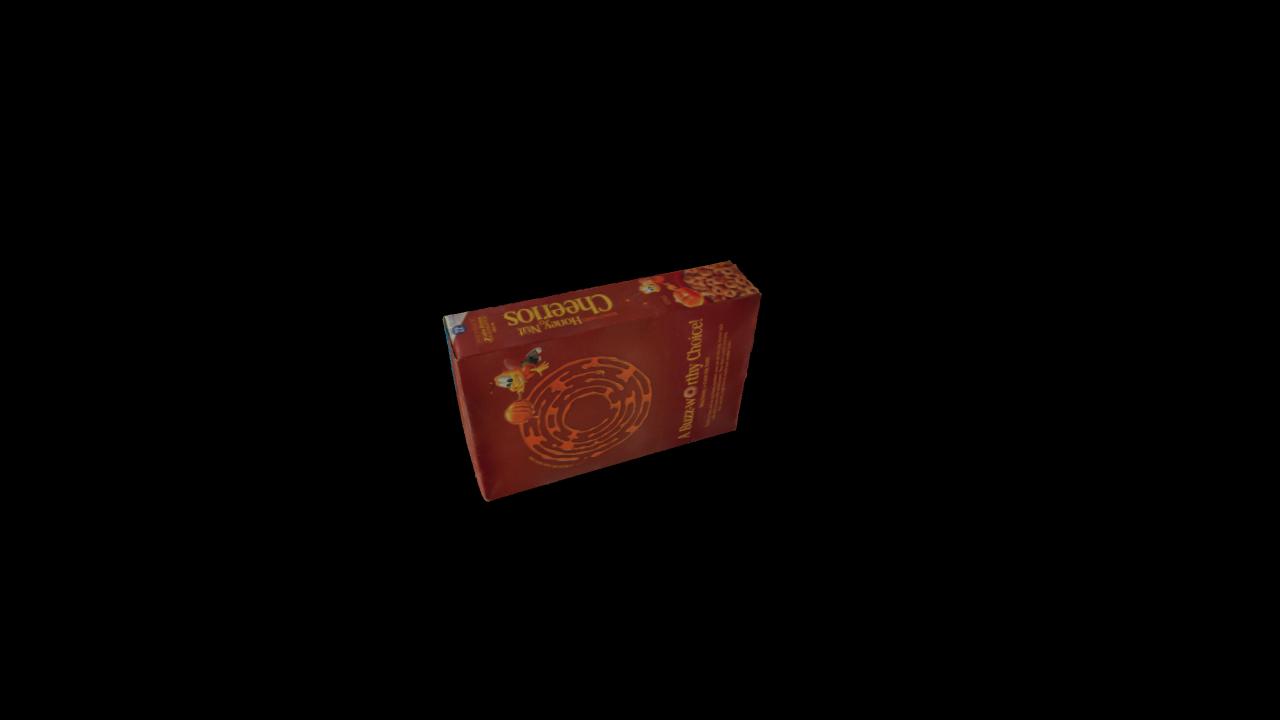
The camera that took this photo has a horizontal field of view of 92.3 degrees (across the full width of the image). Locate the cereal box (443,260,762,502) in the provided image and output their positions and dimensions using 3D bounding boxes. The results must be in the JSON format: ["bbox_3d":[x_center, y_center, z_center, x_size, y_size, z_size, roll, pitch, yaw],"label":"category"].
[{"bbox_3d":[-0.034,0.021,0.648,0.306,0.203,0.081,-13,43,-16],"label":"cereal box"}]
